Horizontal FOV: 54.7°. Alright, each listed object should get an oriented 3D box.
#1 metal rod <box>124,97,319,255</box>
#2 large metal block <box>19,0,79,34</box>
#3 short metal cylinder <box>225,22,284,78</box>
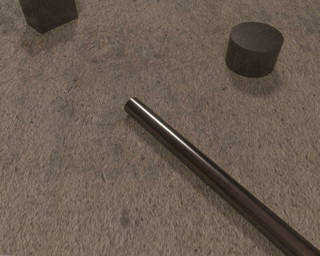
[{"bbox_3d":[0.060,0.054,0.358,0.025,0.025,0.300,-34,58,-26],"label":"metal rod"},{"bbox_3d":[-0.203,-0.230,0.558,0.050,0.080,0.080,37,59,27],"label":"large metal block"},{"bbox_3d":[0.149,-0.125,0.494,0.081,0.050,0.080,0,50,0],"label":"short metal cylinder"}]
